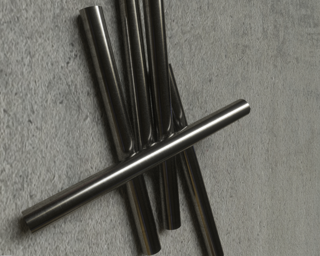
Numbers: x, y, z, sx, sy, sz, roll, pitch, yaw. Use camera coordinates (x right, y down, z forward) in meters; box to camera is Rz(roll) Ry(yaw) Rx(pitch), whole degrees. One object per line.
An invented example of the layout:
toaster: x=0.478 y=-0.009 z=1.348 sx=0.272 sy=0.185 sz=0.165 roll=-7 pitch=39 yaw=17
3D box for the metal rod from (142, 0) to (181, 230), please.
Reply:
metal rod: x=0.003 y=-0.015 z=0.392 sx=0.025 sy=0.025 sz=0.298 roll=-13 pitch=103 yaw=-39

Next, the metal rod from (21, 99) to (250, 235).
metal rod: x=-0.005 y=0.031 z=0.361 sx=0.302 sy=0.025 sz=0.025 roll=-26 pitch=107 yaw=-27

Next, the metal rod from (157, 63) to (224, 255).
metal rod: x=0.044 y=0.057 z=0.441 sx=0.025 sy=0.025 sz=0.298 roll=-27 pitch=107 yaw=-37

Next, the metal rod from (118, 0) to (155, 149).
metal rod: x=-0.032 y=-0.102 z=0.377 sx=0.025 sy=0.025 sz=0.298 roll=-11 pitch=97 yaw=-40

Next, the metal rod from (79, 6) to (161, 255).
metal rod: x=-0.043 y=0.012 z=0.368 sx=0.025 sy=0.025 sz=0.298 roll=-22 pitch=104 yaw=-38
